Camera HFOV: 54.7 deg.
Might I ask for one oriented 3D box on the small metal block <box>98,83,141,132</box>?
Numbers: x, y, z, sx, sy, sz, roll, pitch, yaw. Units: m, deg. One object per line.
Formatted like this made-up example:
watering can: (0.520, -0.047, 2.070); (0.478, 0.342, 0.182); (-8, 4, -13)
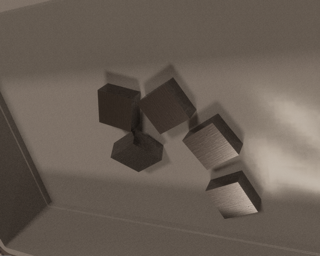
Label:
small metal block: (-0.055, -0.028, 0.419); (0.050, 0.025, 0.050); (17, 125, 18)

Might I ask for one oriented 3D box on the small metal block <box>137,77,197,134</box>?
small metal block: (0.008, -0.027, 0.387); (0.050, 0.025, 0.050); (-29, 103, 37)

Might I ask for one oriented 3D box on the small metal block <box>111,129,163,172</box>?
small metal block: (-0.032, 0.033, 0.431); (0.050, 0.025, 0.050); (33, 134, -29)

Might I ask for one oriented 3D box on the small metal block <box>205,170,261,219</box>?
small metal block: (0.097, 0.090, 0.412); (0.050, 0.025, 0.050); (-26, 104, 37)

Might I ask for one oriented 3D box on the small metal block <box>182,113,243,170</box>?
small metal block: (0.065, 0.018, 0.384); (0.050, 0.025, 0.050); (-34, 100, 38)
